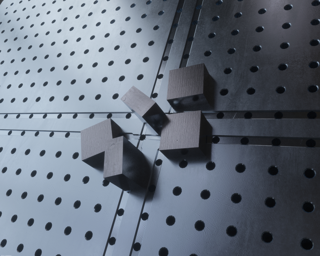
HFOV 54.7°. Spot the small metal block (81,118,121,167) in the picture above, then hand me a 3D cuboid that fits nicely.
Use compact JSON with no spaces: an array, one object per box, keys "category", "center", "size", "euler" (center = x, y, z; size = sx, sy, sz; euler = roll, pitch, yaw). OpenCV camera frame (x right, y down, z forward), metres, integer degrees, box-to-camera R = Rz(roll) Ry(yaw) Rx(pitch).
[{"category":"small metal block","center":[-0.083,0.021,0.437],"size":[0.050,0.025,0.050],"euler":[-23,53,14]}]

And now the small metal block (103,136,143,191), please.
[{"category":"small metal block","center":[-0.045,0.045,0.387],"size":[0.025,0.050,0.050],"euler":[-16,56,19]}]

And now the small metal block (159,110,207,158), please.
[{"category":"small metal block","center":[0.030,0.008,0.387],"size":[0.050,0.025,0.050],"euler":[-6,59,24]}]

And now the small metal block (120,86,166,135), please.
[{"category":"small metal block","center":[-0.019,-0.023,0.415],"size":[0.025,0.050,0.050],"euler":[-47,52,-5]}]

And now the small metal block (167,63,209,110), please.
[{"category":"small metal block","center":[0.039,-0.056,0.421],"size":[0.050,0.025,0.050],"euler":[-8,58,23]}]
